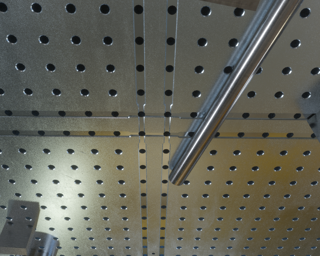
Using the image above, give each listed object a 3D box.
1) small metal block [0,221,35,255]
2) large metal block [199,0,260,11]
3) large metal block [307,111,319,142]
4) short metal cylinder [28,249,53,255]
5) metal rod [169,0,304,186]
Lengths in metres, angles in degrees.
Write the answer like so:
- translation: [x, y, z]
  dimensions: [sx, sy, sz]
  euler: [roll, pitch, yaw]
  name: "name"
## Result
- translation: [-0.260, 0.200, 0.561]
  dimensions: [0.050, 0.050, 0.025]
  euler: [7, 130, -6]
  name: "small metal block"
- translation: [0.058, -0.152, 0.247]
  dimensions: [0.050, 0.080, 0.079]
  euler: [8, 130, -7]
  name: "large metal block"
- translation: [0.257, -0.002, 0.398]
  dimensions: [0.080, 0.050, 0.080]
  euler: [28, 125, -22]
  name: "large metal block"
- translation: [-0.266, 0.294, 0.642]
  dimensions: [0.081, 0.050, 0.079]
  euler: [0, 130, 0]
  name: "short metal cylinder"
- translation: [0.078, -0.027, 0.389]
  dimensions: [0.025, 0.025, 0.298]
  euler: [16, 128, -14]
  name: "metal rod"
